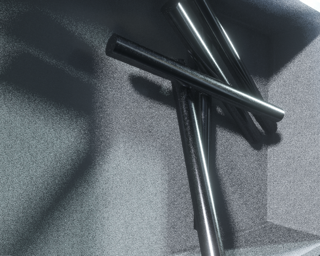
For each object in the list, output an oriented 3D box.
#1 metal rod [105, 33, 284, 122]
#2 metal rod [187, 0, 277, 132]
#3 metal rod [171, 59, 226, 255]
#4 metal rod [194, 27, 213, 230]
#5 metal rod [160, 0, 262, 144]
[{"bbox_3d":[0.068,-0.054,0.412,0.302,0.025,0.025,16,80,-34],"label":"metal rod"},{"bbox_3d":[0.127,-0.087,0.493,0.300,0.025,0.025,46,62,-38],"label":"metal rod"},{"bbox_3d":[0.043,0.045,0.368,0.025,0.025,0.299,14,57,-40],"label":"metal rod"},{"bbox_3d":[0.065,0.001,0.463,0.025,0.025,0.298,1,89,-40],"label":"metal rod"},{"bbox_3d":[0.091,-0.061,0.453,0.300,0.025,0.025,45,63,-42],"label":"metal rod"}]
